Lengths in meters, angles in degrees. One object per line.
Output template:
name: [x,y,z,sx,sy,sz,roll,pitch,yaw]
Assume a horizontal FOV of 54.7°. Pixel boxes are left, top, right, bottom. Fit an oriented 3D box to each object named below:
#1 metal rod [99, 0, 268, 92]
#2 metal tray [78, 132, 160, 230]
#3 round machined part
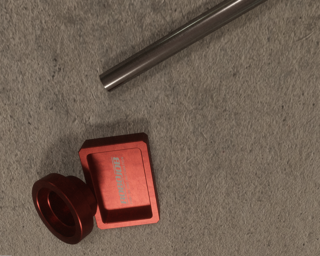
metal rod: [0.062,-0.127,0.363,0.301,0.025,0.025,-29,108,9]
metal tray: [-0.053,0.076,0.434,0.091,0.030,0.129,-8,110,2]
round machined part: [-0.125,0.104,0.421,0.098,0.042,0.097,17,120,31]
